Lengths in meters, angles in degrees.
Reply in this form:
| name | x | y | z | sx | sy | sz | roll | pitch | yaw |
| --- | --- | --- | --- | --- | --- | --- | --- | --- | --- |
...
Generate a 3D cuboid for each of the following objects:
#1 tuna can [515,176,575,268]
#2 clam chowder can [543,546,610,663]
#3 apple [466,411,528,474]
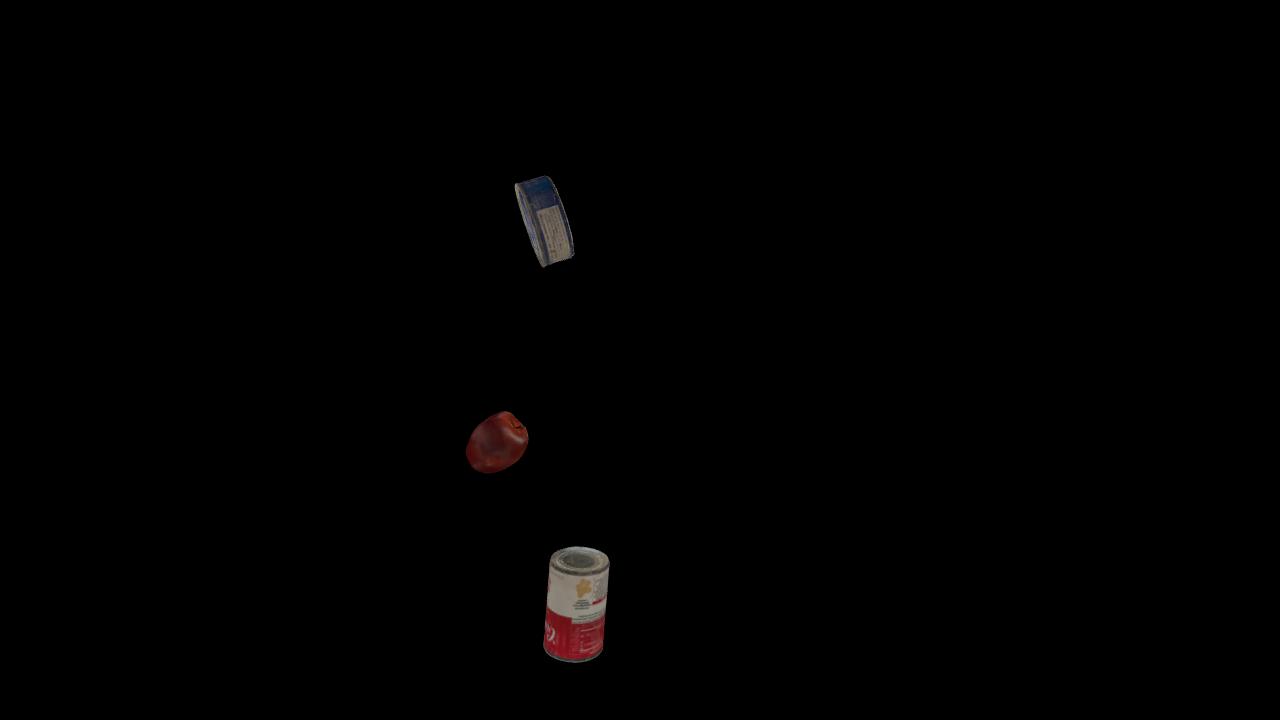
| name | x | y | z | sx | sy | sz | roll | pitch | yaw |
| --- | --- | --- | --- | --- | --- | --- | --- | --- | --- |
| tuna can | -0.093 | -0.136 | 0.603 | 0.034 | 0.084 | 0.084 | -20 | 4 | -11 |
| clam chowder can | -0.070 | 0.268 | 0.681 | 0.068 | 0.102 | 0.068 | 6 | 6 | -1 |
| apple | -0.200 | 0.117 | 0.863 | 0.093 | 0.079 | 0.079 | -39 | -11 | 14 |
